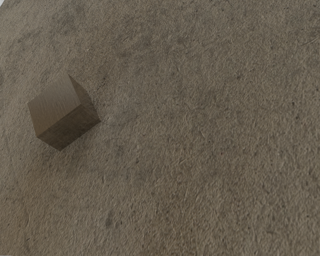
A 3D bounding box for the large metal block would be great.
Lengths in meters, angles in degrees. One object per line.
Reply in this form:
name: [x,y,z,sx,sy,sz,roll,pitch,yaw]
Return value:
large metal block: [-0.150,-0.025,0.482,0.080,0.050,0.080,-36,51,4]
